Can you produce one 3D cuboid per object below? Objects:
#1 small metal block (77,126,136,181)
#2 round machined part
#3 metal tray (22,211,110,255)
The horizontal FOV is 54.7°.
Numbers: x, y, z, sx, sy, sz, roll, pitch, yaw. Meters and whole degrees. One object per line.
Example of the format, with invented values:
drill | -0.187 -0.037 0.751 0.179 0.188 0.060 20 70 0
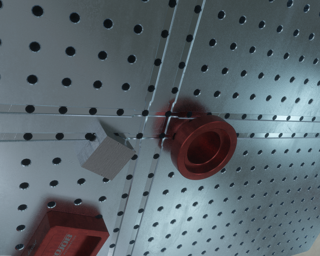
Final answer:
small metal block | -0.068 0.033 0.396 0.050 0.025 0.050 -50 129 6
round machined part | 0.059 0.024 0.449 0.099 0.042 0.097 -14 125 -21
metal tray | -0.144 0.183 0.443 0.090 0.030 0.129 23 106 -37
